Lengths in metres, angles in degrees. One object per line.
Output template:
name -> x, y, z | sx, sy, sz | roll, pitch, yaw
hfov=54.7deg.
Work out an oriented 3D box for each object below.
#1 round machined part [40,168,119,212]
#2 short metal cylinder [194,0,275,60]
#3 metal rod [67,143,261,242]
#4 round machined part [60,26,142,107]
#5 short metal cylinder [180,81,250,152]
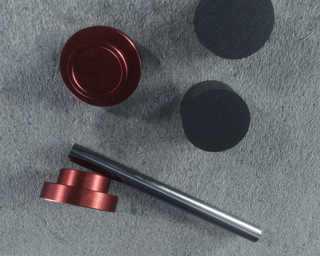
round machined part -> -0.103, 0.081, 0.410 | 0.099, 0.098, 0.042 | 13, 74, -5
short metal cylinder -> 0.081, -0.122, 0.353 | 0.081, 0.050, 0.079 | 0, 110, -1
metal rod -> 0.013, 0.097, 0.445 | 0.301, 0.025, 0.025 | 26, 108, -10
round machined part -> -0.072, -0.072, 0.373 | 0.099, 0.042, 0.097 | 0, 110, -1
short metal cylinder -> 0.067, -0.016, 0.392 | 0.081, 0.050, 0.079 | 0, 110, -1
